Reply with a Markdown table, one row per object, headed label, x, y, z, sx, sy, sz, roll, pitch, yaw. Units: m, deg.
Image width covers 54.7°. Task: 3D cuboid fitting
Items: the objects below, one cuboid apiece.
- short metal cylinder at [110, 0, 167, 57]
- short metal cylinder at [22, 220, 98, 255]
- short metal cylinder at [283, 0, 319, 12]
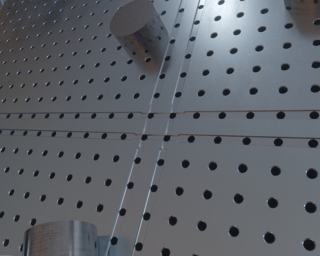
| label | x | y | z | sx | sy | sz | roll | pitch | yaw |
| --- | --- | --- | --- | --- | --- | --- | --- | --- | --- |
| short metal cylinder | -0.035 | -0.165 | 0.512 | 0.080 | 0.050 | 0.080 | -13 | 56 | 21 |
| short metal cylinder | -0.110 | 0.141 | 0.344 | 0.080 | 0.080 | 0.050 | -22 | 54 | 15 |
| short metal cylinder | 0.202 | -0.202 | 0.410 | 0.080 | 0.050 | 0.080 | -13 | 56 | 21 |
